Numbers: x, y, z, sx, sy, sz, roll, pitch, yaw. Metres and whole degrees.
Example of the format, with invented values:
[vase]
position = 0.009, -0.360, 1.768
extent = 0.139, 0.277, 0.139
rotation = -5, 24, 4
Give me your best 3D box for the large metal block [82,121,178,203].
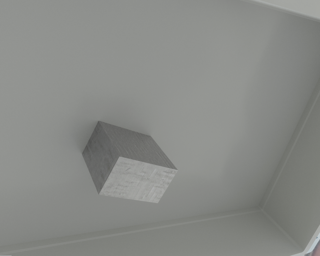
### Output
[large metal block]
position = -0.039, 0.041, 0.377
extent = 0.080, 0.080, 0.050
rotation = 18, 109, -35
